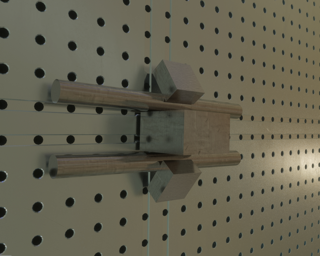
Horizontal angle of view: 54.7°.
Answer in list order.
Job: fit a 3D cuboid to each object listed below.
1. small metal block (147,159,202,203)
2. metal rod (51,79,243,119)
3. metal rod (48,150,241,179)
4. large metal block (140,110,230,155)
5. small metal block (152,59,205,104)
[{"bbox_3d":[0.019,0.069,0.405,0.050,0.025,0.050,4,125,-40],"label":"small metal block"},{"bbox_3d":[0.010,-0.032,0.412,0.302,0.025,0.025,3,89,-40],"label":"metal rod"},{"bbox_3d":[0.007,0.044,0.411,0.302,0.025,0.025,3,89,-40],"label":"metal rod"},{"bbox_3d":[0.031,0.006,0.394,0.081,0.080,0.050,2,89,-40],"label":"large metal block"},{"bbox_3d":[0.025,-0.060,0.410,0.050,0.025,0.050,1,55,-40],"label":"small metal block"}]
